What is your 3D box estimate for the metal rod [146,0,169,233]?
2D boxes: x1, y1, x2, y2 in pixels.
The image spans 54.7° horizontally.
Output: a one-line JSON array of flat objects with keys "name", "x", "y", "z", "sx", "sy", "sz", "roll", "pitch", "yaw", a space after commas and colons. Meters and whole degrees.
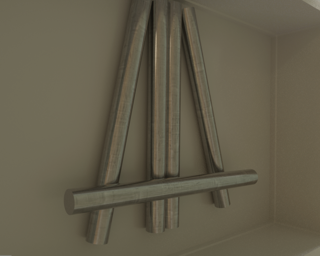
[{"name": "metal rod", "x": -0.004, "y": -0.017, "z": 0.402, "sx": 0.025, "sy": 0.025, "sz": 0.298, "roll": 1, "pitch": 89, "yaw": -40}]

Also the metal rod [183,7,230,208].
[{"name": "metal rod", "x": 0.067, "y": -0.023, "z": 0.461, "sx": 0.025, "sy": 0.025, "sz": 0.298, "roll": -20, "pitch": 103, "yaw": -38}]

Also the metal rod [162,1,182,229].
[{"name": "metal rod", "x": 0.015, "y": -0.017, "z": 0.418, "sx": 0.025, "sy": 0.025, "sz": 0.298, "roll": 1, "pitch": 89, "yaw": -40}]

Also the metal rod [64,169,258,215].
[{"name": "metal rod", "x": 0.029, "y": 0.074, "z": 0.395, "sx": 0.302, "sy": 0.025, "sz": 0.025, "roll": 2, "pitch": 89, "yaw": -40}]

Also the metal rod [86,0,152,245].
[{"name": "metal rod", "x": -0.046, "y": -0.019, "z": 0.366, "sx": 0.025, "sy": 0.025, "sz": 0.299, "roll": 16, "pitch": 80, "yaw": -39}]
